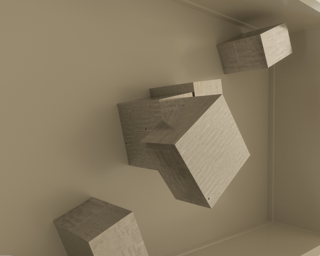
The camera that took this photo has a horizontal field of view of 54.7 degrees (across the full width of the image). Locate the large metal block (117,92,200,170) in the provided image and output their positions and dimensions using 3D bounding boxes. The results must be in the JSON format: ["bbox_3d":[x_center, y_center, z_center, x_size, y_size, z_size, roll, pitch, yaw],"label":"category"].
[{"bbox_3d":[-0.001,0.003,0.371,0.050,0.080,0.079,-17,101,-39],"label":"large metal block"}]

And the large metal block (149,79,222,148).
[{"bbox_3d":[0.036,-0.018,0.403,0.050,0.080,0.079,-13,99,-40],"label":"large metal block"}]

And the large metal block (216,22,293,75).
[{"bbox_3d":[0.153,-0.128,0.502,0.081,0.080,0.050,-31,110,-36],"label":"large metal block"}]

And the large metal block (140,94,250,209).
[{"bbox_3d":[0.040,0.022,0.321,0.080,0.050,0.080,-45,117,-31],"label":"large metal block"}]

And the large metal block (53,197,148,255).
[{"bbox_3d":[-0.059,0.126,0.323,0.050,0.080,0.080,-28,108,-37],"label":"large metal block"}]
